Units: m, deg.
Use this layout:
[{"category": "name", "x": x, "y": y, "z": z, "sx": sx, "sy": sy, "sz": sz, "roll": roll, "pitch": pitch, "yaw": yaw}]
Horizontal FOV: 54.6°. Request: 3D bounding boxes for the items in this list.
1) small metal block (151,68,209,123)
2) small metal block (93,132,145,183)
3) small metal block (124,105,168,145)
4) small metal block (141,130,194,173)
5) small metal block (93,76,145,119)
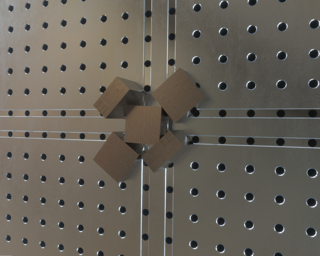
[{"category": "small metal block", "x": 0.026, "y": -0.041, "z": 0.403, "sx": 0.050, "sy": 0.025, "sz": 0.050, "roll": -42, "pitch": 77, "yaw": 15}, {"category": "small metal block", "x": -0.056, "y": 0.040, "z": 0.433, "sx": 0.050, "sy": 0.025, "sz": 0.050, "roll": 40, "pitch": 102, "yaw": 15}, {"category": "small metal block", "x": -0.018, "y": -0.004, "z": 0.419, "sx": 0.050, "sy": 0.025, "sz": 0.050, "roll": 4, "pitch": 90, "yaw": 21}, {"category": "small metal block", "x": 0.011, "y": 0.028, "z": 0.396, "sx": 0.050, "sy": 0.050, "sz": 0.025, "roll": -44, "pitch": 76, "yaw": 15}, {"category": "small metal block", "x": -0.054, "y": -0.039, "z": 0.418, "sx": 0.025, "sy": 0.050, "sz": 0.050, "roll": 45, "pitch": 105, "yaw": 14}]
